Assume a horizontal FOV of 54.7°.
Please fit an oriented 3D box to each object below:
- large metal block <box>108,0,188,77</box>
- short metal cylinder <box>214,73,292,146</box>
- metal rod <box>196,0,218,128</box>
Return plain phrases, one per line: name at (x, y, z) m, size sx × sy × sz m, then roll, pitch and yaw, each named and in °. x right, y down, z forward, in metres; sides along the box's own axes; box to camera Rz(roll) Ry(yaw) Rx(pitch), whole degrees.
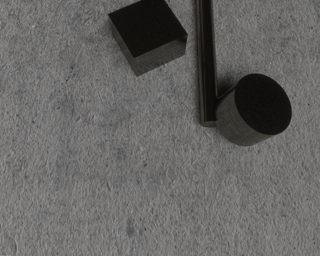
large metal block at (-0.017, -0.133, 0.443) m, size 0.080 × 0.050 × 0.080 m, roll -27°, pitch 72°, yaw -10°
short metal cylinder at (0.116, -0.022, 0.391) m, size 0.081 × 0.050 × 0.080 m, roll 7°, pitch 69°, yaw -18°
metal rod at (0.068, -0.145, 0.461) m, size 0.025 × 0.025 × 0.299 m, roll 1°, pitch 70°, yaw 0°
